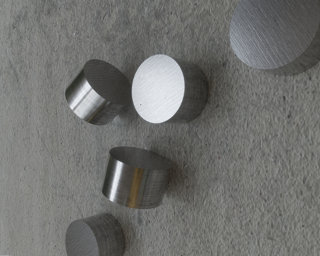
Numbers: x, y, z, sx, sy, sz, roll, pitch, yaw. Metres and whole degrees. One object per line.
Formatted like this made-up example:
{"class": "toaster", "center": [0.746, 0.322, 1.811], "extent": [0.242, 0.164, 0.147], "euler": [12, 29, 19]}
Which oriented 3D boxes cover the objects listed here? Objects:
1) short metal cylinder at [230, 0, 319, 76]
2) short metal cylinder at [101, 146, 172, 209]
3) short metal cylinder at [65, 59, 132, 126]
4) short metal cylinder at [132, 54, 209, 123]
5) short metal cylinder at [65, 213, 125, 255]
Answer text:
{"class": "short metal cylinder", "center": [0.114, -0.092, 0.294], "extent": [0.080, 0.050, 0.080], "euler": [0, 90, 40]}
{"class": "short metal cylinder", "center": [-0.030, 0.061, 0.394], "extent": [0.080, 0.081, 0.050], "euler": [23, 104, 38]}
{"class": "short metal cylinder", "center": [-0.085, -0.050, 0.440], "extent": [0.050, 0.081, 0.080], "euler": [-41, 65, 33]}
{"class": "short metal cylinder", "center": [0.012, -0.045, 0.379], "extent": [0.080, 0.050, 0.080], "euler": [0, 90, 40]}
{"class": "short metal cylinder", "center": [-0.099, 0.174, 0.471], "extent": [0.080, 0.050, 0.080], "euler": [0, 90, 40]}
